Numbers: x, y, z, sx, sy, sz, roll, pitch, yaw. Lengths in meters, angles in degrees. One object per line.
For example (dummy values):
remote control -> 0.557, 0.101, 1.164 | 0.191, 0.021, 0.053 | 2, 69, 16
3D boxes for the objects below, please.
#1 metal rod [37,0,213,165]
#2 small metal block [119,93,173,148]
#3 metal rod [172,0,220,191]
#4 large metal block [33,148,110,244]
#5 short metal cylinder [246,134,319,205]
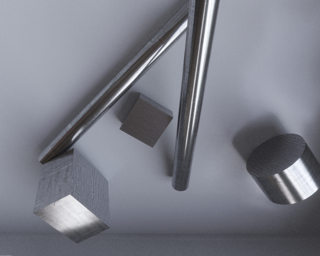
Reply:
metal rod -> -0.050, -0.055, 0.390 | 0.299, 0.025, 0.025 | -43, 105, 14
small metal block -> -0.018, -0.010, 0.407 | 0.050, 0.025, 0.050 | 30, 107, -11
metal rod -> 0.034, -0.025, 0.338 | 0.025, 0.025, 0.298 | 1, 135, -1
large metal block -> -0.110, 0.087, 0.401 | 0.050, 0.080, 0.080 | -28, 127, 9
short metal cylinder -> 0.162, 0.052, 0.404 | 0.080, 0.080, 0.050 | -35, 107, 12
